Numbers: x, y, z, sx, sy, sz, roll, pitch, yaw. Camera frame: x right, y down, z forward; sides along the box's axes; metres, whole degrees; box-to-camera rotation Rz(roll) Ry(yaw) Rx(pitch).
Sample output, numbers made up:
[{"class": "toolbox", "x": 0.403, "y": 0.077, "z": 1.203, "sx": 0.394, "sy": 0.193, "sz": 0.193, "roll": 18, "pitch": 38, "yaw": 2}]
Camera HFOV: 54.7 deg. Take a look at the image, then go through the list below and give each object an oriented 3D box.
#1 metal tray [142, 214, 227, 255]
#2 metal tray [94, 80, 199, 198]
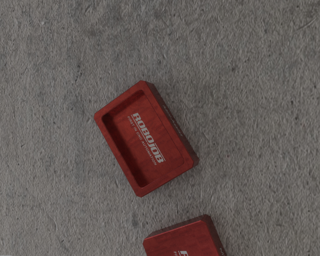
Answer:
[{"class": "metal tray", "x": 0.044, "y": 0.186, "z": 0.391, "sx": 0.090, "sy": 0.030, "sz": 0.129, "roll": -25, "pitch": 82, "yaw": 18}, {"class": "metal tray", "x": -0.020, "y": 0.014, "z": 0.413, "sx": 0.090, "sy": 0.030, "sz": 0.130, "roll": -34, "pitch": 79, "yaw": 16}]
